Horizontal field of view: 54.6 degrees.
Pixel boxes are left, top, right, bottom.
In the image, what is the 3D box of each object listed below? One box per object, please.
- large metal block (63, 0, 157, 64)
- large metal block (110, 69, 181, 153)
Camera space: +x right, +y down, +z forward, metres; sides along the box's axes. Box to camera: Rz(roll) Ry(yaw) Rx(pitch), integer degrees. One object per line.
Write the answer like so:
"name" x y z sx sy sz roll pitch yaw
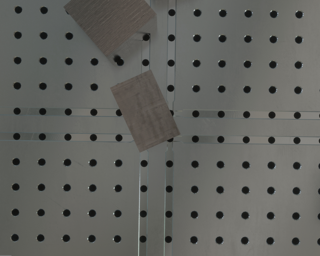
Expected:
"large metal block" -0.060 -0.142 0.400 0.080 0.050 0.080 -41 90 0
"large metal block" -0.016 -0.019 0.386 0.050 0.080 0.080 -25 90 0
